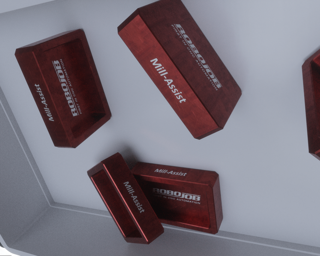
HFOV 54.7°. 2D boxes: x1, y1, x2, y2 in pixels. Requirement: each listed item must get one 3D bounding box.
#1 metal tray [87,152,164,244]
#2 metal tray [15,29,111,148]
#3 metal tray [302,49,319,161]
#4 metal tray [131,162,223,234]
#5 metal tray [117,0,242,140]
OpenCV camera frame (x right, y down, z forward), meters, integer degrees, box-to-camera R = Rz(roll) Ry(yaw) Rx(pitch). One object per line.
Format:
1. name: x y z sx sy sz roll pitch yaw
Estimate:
1. metal tray: -0.055 0.107 0.462 0.130 0.030 0.090 60 148 2
2. metal tray: -0.116 -0.050 0.396 0.030 0.090 0.129 0 119 28
3. metal tray: 0.155 -0.037 0.230 0.030 0.130 0.090 35 133 -10
4. metal tray: 0.022 0.101 0.456 0.130 0.030 0.089 4 120 26
5. metal tray: 0.027 -0.064 0.312 0.030 0.090 0.130 -29 103 38
